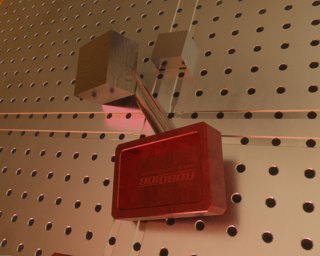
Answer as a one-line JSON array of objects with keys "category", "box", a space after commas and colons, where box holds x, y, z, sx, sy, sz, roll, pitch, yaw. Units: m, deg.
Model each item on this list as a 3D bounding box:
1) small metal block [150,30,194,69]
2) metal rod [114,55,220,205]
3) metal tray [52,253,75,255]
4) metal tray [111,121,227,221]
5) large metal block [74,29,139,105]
[{"category": "small metal block", "box": [0.019, -0.118, 0.470, 0.050, 0.025, 0.050, 2, 63, 28]}, {"category": "metal rod", "box": [-0.009, -0.020, 0.423, 0.025, 0.025, 0.300, -35, 51, 4]}, {"category": "metal tray", "box": [-0.092, 0.206, 0.324, 0.090, 0.030, 0.130, -3, 60, 26]}, {"category": "metal tray", "box": [0.005, 0.052, 0.342, 0.130, 0.030, 0.090, -16, 63, 34]}, {"category": "large metal block", "box": [-0.080, -0.086, 0.460, 0.080, 0.050, 0.080, -11, 70, 43]}]
